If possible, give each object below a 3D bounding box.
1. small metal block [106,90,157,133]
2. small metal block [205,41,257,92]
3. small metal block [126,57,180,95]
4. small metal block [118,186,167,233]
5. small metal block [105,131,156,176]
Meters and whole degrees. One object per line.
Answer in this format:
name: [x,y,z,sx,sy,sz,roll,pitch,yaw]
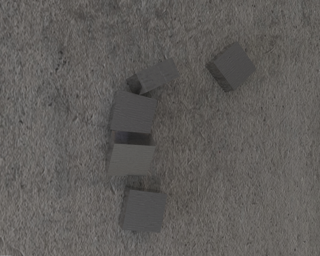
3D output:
small metal block: [-0.036,-0.017,0.396,0.050,0.025,0.050,14,86,-20]
small metal block: [0.102,-0.088,0.446,0.050,0.025,0.050,-43,104,-15]
small metal block: [-0.010,-0.063,0.392,0.050,0.050,0.025,-28,99,-18]
small metal block: [-0.023,0.105,0.401,0.050,0.025,0.050,12,86,-20]
small metal block: [-0.038,0.032,0.382,0.050,0.025,0.050,5,124,-20]
